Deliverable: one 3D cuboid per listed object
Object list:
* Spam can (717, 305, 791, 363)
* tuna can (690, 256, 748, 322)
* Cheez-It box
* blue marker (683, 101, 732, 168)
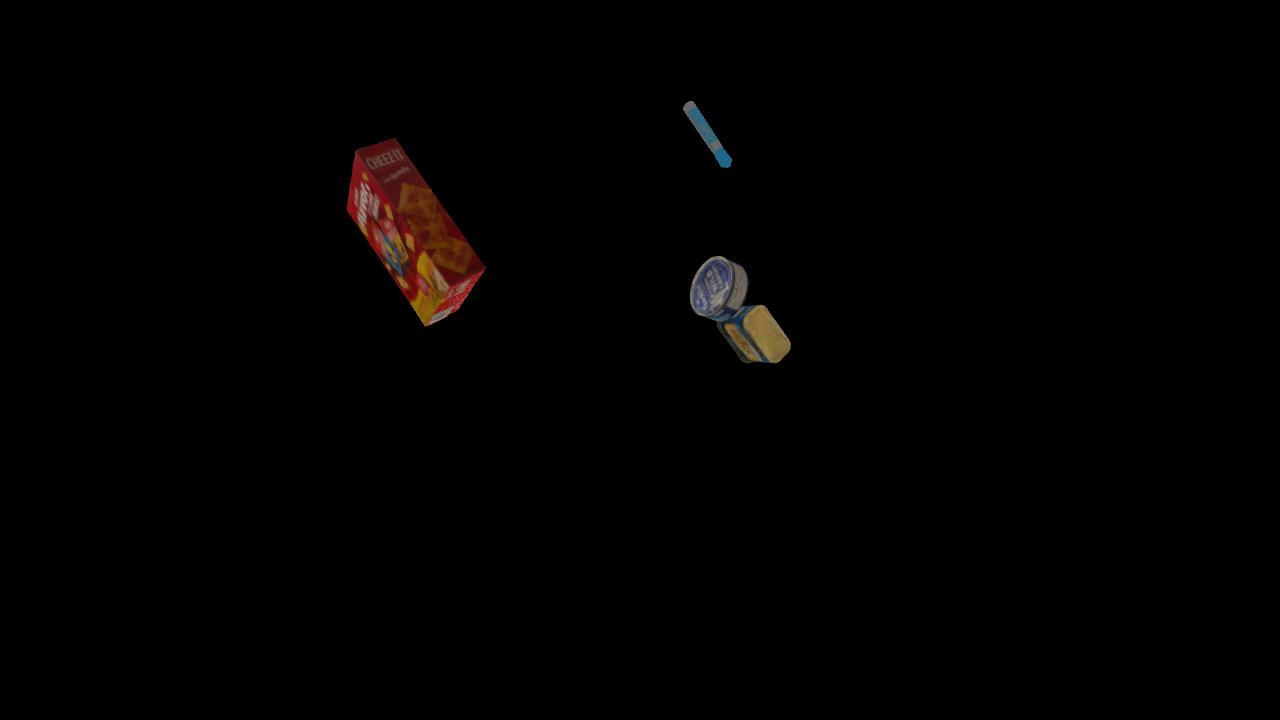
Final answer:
[{"bbox_3d":[0.187,-0.042,1.010,0.058,0.101,0.085,-43,15,-13],"label":"Spam can"},{"bbox_3d":[0.106,-0.095,0.831,0.034,0.084,0.084,16,-9,-33],"label":"tuna can"},{"bbox_3d":[-0.334,-0.179,0.899,0.071,0.223,0.166,-36,3,-34],"label":"Cheez-It box"},{"bbox_3d":[0.099,-0.327,0.897,0.020,0.121,0.020,-26,-17,-9],"label":"blue marker"}]
